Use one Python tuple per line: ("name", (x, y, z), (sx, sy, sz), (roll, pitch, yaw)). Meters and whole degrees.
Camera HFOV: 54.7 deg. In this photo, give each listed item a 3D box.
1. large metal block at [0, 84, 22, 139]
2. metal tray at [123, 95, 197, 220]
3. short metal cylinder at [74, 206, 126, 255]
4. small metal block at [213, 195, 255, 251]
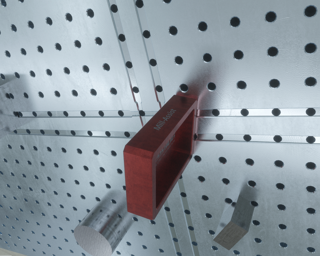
("large metal block", (-0.299, -0.030, 0.531), (0.080, 0.050, 0.079), (5, 121, 25))
("metal tray", (0.005, 0.028, 0.357), (0.030, 0.131, 0.089), (14, 124, 20))
("short metal cylinder", (-0.109, 0.192, 0.569), (0.080, 0.050, 0.079), (13, 124, 20))
("small metal block", (0.101, 0.128, 0.421), (0.025, 0.050, 0.050), (31, 128, 7))
